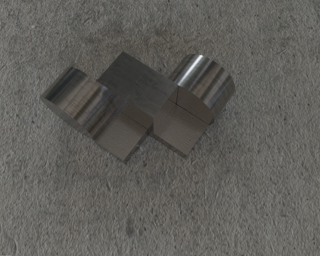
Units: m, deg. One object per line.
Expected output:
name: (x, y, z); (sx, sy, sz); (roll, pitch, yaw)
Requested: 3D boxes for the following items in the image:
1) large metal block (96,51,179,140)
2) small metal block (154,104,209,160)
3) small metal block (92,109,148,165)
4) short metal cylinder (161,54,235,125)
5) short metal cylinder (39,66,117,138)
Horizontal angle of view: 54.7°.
large metal block: (-0.026, -0.039, 0.395); (0.080, 0.080, 0.050); (33, 73, 11)
small metal block: (0.027, 0.005, 0.408); (0.050, 0.025, 0.050); (34, 73, 11)
small metal block: (-0.051, 0.012, 0.405); (0.050, 0.025, 0.050); (34, 73, 11)
short metal cylinder: (0.048, -0.048, 0.398); (0.080, 0.080, 0.050); (34, 74, 11)
short metal cylinder: (-0.102, -0.031, 0.391); (0.080, 0.080, 0.050); (33, 74, 11)
